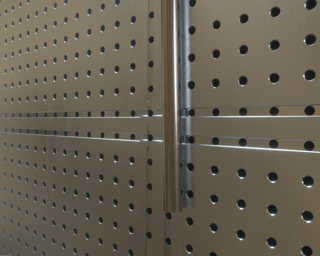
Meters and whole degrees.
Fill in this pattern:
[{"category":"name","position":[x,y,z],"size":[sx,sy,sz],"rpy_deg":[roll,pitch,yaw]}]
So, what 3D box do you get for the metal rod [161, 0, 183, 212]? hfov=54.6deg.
[{"category":"metal rod","position":[0.015,-0.045,0.397],"size":[0.025,0.025,0.298],"rpy_deg":[-1,89,40]}]
